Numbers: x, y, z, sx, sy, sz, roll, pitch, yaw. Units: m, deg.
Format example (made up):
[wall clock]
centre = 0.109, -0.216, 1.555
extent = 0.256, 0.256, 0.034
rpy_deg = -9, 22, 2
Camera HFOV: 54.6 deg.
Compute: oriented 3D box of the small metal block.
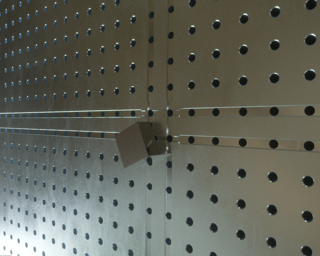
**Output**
[small metal block]
centre = -0.032, 0.024, 0.437
extent = 0.050, 0.025, 0.050
rpy_deg = -30, 71, 36
